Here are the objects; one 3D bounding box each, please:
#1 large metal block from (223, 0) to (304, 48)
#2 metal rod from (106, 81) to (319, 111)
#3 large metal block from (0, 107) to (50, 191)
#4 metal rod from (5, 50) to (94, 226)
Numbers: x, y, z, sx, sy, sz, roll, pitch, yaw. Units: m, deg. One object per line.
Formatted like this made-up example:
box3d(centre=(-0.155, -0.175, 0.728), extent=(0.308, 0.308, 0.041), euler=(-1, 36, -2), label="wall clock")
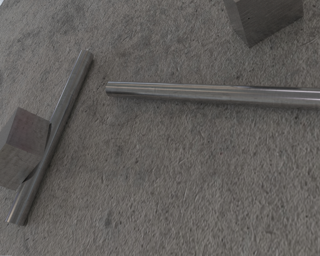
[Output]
box3d(centre=(0.132, -0.165, 0.401), extent=(0.080, 0.080, 0.050), euler=(-30, 52, 9), label="large metal block")
box3d(centre=(0.052, -0.045, 0.404), extent=(0.300, 0.025, 0.025), euler=(7, 65, 31), label="metal rod")
box3d(centre=(-0.209, 0.030, 0.453), extent=(0.080, 0.050, 0.080), euler=(-44, 34, 24), label="large metal block")
box3d(centre=(-0.166, 0.001, 0.490), extent=(0.025, 0.025, 0.300), euler=(1, 62, 28), label="metal rod")
